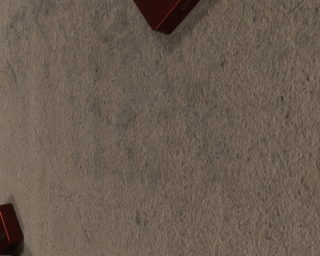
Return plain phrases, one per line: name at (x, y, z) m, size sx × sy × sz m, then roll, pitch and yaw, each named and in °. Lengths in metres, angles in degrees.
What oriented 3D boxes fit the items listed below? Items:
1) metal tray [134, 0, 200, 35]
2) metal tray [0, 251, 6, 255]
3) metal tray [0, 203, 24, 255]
metal tray at (0.021, -0.194, 0.382) m, size 0.129 × 0.030 × 0.090 m, roll -43°, pitch 64°, yaw 31°
metal tray at (-0.345, 0.306, 0.653) m, size 0.130 × 0.030 × 0.089 m, roll 20°, pitch 114°, yaw 24°
metal tray at (-0.356, 0.240, 0.690) m, size 0.129 × 0.030 × 0.090 m, roll -47°, pitch 62°, yaw 29°
